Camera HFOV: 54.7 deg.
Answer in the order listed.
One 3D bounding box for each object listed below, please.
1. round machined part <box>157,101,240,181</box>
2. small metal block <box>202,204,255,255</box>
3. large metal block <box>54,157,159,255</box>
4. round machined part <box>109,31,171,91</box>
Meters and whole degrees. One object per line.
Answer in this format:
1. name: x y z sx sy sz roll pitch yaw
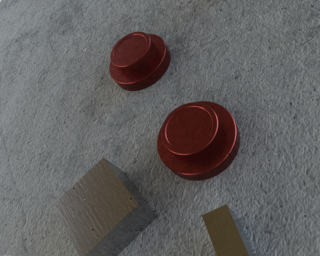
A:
1. round machined part: 0.041 0.009 0.365 0.098 0.042 0.098 -13 56 20
2. small metal block: 0.067 0.105 0.288 0.025 0.050 0.050 -28 53 11
3. large metal block: -0.064 0.096 0.361 0.080 0.050 0.080 -44 51 -2
4. round machined part: -0.036 -0.109 0.477 0.098 0.042 0.098 -13 56 20
